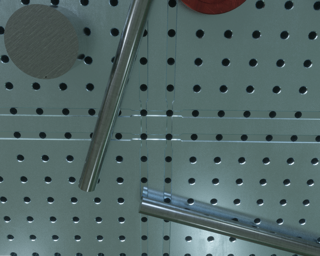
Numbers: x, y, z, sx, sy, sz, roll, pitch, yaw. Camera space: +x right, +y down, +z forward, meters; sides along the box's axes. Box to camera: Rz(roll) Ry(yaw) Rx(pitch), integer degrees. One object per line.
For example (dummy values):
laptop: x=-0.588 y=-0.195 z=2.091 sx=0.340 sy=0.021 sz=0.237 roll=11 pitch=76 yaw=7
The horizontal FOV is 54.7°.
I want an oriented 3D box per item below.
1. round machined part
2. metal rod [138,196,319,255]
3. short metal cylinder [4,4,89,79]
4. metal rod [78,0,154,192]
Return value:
round machined part: x=0.058 y=-0.176 z=0.340 sx=0.099 sy=0.042 sz=0.097 roll=0 pitch=110 yaw=0
metal rod: x=0.115 y=0.154 z=0.471 sx=0.302 sy=0.025 sz=0.025 roll=16 pitch=109 yaw=-6
short metal cylinder: x=-0.129 y=-0.101 z=0.361 sx=0.081 sy=0.050 sz=0.079 roll=0 pitch=110 yaw=0
metal rod: x=-0.056 y=-0.049 z=0.394 sx=0.025 sy=0.025 sz=0.298 roll=18 pitch=109 yaw=-7
